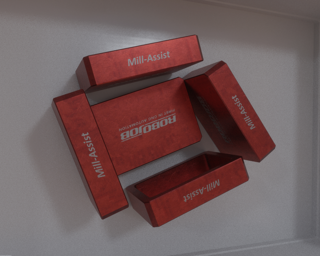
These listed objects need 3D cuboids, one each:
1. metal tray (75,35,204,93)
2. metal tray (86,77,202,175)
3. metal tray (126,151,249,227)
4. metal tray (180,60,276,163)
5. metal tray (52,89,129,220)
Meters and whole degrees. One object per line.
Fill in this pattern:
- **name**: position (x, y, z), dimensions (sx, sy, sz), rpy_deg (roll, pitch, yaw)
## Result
- **metal tray**: position (-0.027, -0.073, 0.364), dimensions (0.131, 0.090, 0.030), rpy_deg (-17, 96, -20)
- **metal tray**: position (-0.019, -0.004, 0.399), dimensions (0.131, 0.030, 0.090), rpy_deg (-21, 97, -19)
- **metal tray**: position (0.031, 0.069, 0.387), dimensions (0.131, 0.090, 0.030), rpy_deg (-22, 98, -19)
- **metal tray**: position (0.083, -0.019, 0.407), dimensions (0.030, 0.090, 0.130), rpy_deg (-38, 103, -15)
- **metal tray**: position (-0.081, 0.027, 0.344), dimensions (0.030, 0.090, 0.129), rpy_deg (-23, 98, -19)
